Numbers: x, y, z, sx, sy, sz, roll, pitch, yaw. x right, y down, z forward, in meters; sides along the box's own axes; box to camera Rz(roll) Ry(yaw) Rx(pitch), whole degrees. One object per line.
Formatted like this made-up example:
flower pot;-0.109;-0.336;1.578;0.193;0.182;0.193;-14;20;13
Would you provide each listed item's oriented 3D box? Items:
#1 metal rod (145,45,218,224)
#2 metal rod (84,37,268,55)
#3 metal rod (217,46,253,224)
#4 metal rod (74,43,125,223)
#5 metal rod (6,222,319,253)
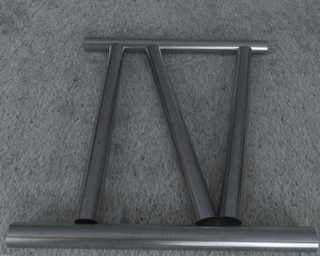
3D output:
metal rod;0.018;-0.014;0.416;0.025;0.025;0.300;-9;51;-8
metal rod;0.026;-0.138;0.521;0.302;0.025;0.025;1;50;0
metal rod;0.106;-0.014;0.416;0.025;0.025;0.300;10;51;8
metal rod;-0.073;-0.016;0.416;0.025;0.025;0.300;1;50;0
metal rod;0.002;0.110;0.311;0.302;0.025;0.025;1;50;0
